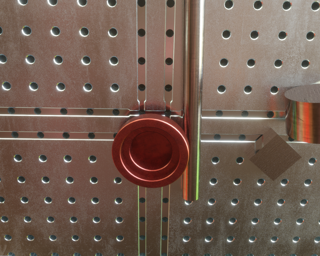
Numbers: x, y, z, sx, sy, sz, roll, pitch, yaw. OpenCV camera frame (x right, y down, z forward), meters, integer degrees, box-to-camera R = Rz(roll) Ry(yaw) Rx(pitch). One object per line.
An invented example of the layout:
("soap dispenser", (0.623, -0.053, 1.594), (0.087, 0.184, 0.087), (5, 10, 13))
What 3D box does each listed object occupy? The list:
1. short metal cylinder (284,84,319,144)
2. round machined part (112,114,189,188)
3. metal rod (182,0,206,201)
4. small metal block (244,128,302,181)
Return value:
("short metal cylinder", (0.197, -0.020, 0.380), (0.080, 0.080, 0.050), (-9, 110, 3))
("round machined part", (-0.010, 0.027, 0.411), (0.099, 0.042, 0.097), (2, 111, 5))
("metal rod", (0.042, -0.040, 0.399), (0.025, 0.025, 0.298), (-1, 110, 0))
("small metal block", (0.156, 0.037, 0.429), (0.050, 0.025, 0.050), (40, 105, -14))
